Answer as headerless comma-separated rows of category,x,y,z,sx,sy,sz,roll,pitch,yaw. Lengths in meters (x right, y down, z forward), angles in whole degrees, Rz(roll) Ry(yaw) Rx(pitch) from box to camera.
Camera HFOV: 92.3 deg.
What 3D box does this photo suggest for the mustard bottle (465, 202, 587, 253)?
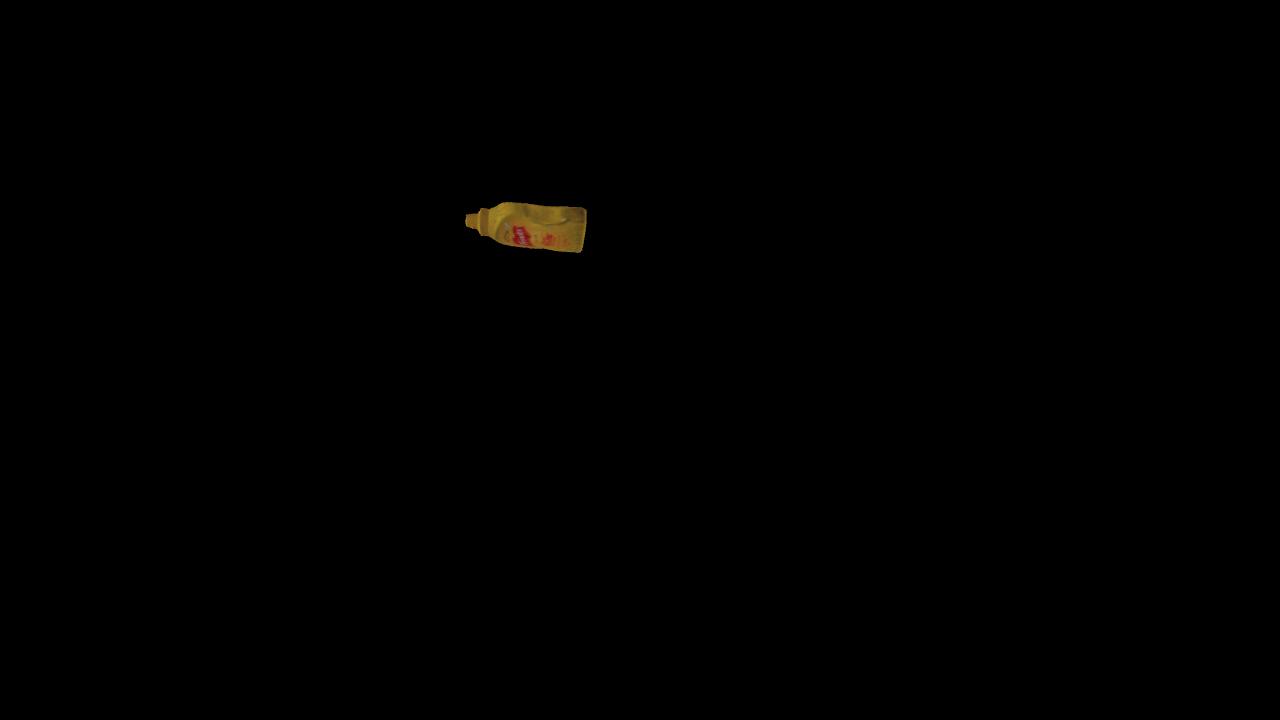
mustard bottle,-0.179,-0.210,0.962,0.184,0.054,0.092,4,-17,-10
